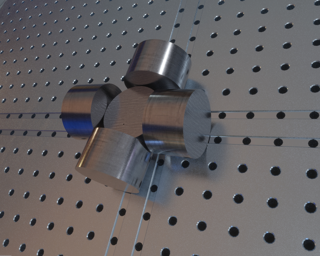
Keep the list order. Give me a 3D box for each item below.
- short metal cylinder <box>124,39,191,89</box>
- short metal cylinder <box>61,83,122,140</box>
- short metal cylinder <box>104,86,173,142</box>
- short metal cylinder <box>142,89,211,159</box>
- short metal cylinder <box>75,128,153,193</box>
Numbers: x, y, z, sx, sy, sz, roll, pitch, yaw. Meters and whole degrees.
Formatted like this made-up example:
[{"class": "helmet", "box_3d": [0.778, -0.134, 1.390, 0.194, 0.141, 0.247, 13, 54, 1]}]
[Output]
[{"class": "short metal cylinder", "box_3d": [-0.002, -0.073, 0.419, 0.080, 0.080, 0.050, 3, 63, 29]}, {"class": "short metal cylinder", "box_3d": [-0.089, -0.021, 0.433, 0.050, 0.080, 0.080, 2, 63, 28]}, {"class": "short metal cylinder", "box_3d": [-0.027, -0.009, 0.412, 0.080, 0.050, 0.080, -12, 57, 20]}, {"class": "short metal cylinder", "box_3d": [0.022, -0.006, 0.365, 0.050, 0.080, 0.080, 4, 64, 30]}, {"class": "short metal cylinder", "box_3d": [-0.054, 0.041, 0.375, 0.080, 0.080, 0.050, 6, 65, 31]}]
